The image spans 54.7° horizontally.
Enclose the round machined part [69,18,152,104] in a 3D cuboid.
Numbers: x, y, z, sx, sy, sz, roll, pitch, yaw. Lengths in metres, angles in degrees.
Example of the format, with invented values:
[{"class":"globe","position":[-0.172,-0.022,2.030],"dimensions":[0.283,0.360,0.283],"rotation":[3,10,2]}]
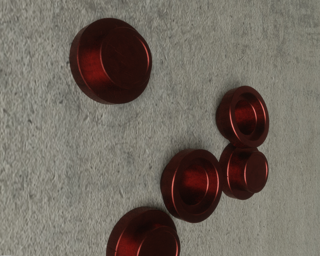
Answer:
[{"class":"round machined part","position":[-0.048,-0.076,0.353],"dimensions":[0.099,0.042,0.097],"rotation":[0,90,-40]}]

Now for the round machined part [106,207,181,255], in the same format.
[{"class":"round machined part","position":[-0.013,0.150,0.383],"dimensions":[0.099,0.042,0.097],"rotation":[0,90,-40]}]

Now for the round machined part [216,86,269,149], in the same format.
[{"class":"round machined part","position":[0.128,-0.015,0.495],"dimensions":[0.099,0.042,0.098],"rotation":[7,78,-37]}]

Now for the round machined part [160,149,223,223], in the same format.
[{"class":"round machined part","position":[0.039,0.077,0.427],"dimensions":[0.099,0.042,0.097],"rotation":[0,90,-40]}]

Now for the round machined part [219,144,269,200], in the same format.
[{"class":"round machined part","position":[0.144,0.071,0.514],"dimensions":[0.099,0.042,0.097],"rotation":[0,90,-40]}]
